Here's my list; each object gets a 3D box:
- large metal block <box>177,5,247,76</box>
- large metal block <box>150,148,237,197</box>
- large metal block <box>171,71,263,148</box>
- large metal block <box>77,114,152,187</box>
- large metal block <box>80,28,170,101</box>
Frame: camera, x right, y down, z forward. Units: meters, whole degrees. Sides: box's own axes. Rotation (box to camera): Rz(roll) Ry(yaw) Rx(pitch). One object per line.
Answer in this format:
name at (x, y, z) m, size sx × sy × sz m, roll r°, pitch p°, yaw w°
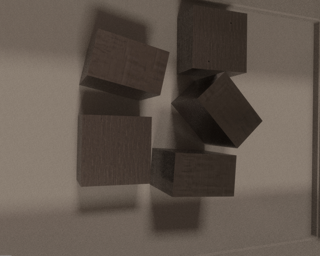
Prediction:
large metal block at (0.070, -0.114, 0.424) m, size 0.081 × 0.050 × 0.079 m, roll 1°, pitch 90°, yaw -21°
large metal block at (0.039, 0.055, 0.397) m, size 0.081 × 0.080 × 0.050 m, roll 4°, pitch 89°, yaw -20°
large metal block at (0.072, -0.022, 0.409) m, size 0.050 × 0.080 × 0.080 m, roll -44°, pitch 104°, yaw -15°
large metal block at (-0.057, 0.025, 0.377) m, size 0.081 × 0.050 × 0.079 m, roll 1°, pitch 90°, yaw -21°
large metal block at (-0.045, -0.069, 0.365) m, size 0.081 × 0.080 × 0.050 m, roll 13°, pitch 86°, yaw -20°
